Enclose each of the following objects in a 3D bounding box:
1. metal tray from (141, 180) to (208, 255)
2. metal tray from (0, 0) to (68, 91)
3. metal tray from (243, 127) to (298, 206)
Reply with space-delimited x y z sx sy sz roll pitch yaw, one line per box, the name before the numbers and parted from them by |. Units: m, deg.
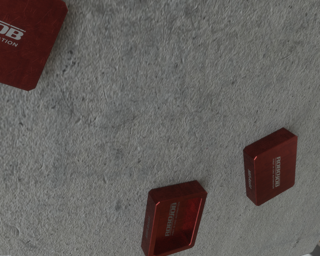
metal tray | 0.021 0.153 0.509 0.091 0.030 0.129 -7 122 -25
metal tray | -0.157 -0.094 0.259 0.131 0.030 0.090 18 109 -35
metal tray | 0.199 0.072 0.557 0.091 0.030 0.129 -25 128 -13
